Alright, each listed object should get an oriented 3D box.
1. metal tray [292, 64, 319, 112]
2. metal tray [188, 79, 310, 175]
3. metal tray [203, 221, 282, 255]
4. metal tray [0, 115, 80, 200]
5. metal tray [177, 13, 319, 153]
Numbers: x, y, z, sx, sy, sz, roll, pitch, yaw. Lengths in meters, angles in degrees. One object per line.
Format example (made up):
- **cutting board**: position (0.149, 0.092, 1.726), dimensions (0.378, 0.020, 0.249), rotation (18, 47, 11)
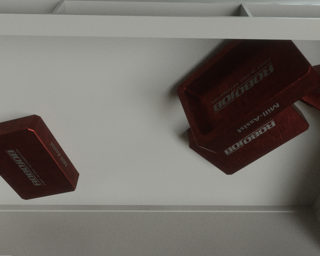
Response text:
- **metal tray**: position (0.212, -0.020, 0.328), dimensions (0.130, 0.090, 0.030), rotation (31, 93, -3)
- **metal tray**: position (0.113, 0.002, 0.409), dimensions (0.090, 0.030, 0.130), rotation (36, 121, -27)
- **metal tray**: position (0.160, 0.241, 0.616), dimensions (0.090, 0.030, 0.129), rotation (28, 125, -22)
- **metal tray**: position (-0.186, 0.047, 0.443), dimensions (0.090, 0.030, 0.129), rotation (-12, 129, 9)
- **metal tray**: position (0.084, -0.044, 0.326), dimensions (0.130, 0.090, 0.030), rotation (-39, 140, 27)
